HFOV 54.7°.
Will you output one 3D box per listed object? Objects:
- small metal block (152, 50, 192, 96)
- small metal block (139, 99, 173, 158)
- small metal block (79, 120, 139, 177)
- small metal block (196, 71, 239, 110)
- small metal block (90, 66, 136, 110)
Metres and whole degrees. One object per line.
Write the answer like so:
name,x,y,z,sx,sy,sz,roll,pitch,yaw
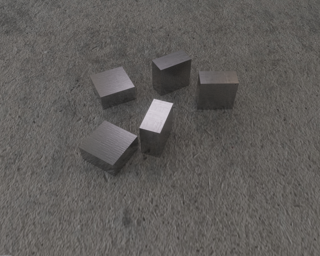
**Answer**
small metal block,0.017,-0.080,0.454,0.050,0.050,0.025,-24,54,-19
small metal block,-0.004,0.001,0.386,0.025,0.050,0.050,15,52,12
small metal block,-0.062,0.024,0.382,0.050,0.025,0.050,25,54,19
small metal block,0.078,-0.052,0.431,0.050,0.050,0.025,-1,50,-1
small metal block,-0.069,-0.059,0.452,0.050,0.025,0.050,-20,53,-16
